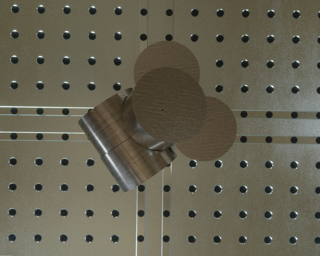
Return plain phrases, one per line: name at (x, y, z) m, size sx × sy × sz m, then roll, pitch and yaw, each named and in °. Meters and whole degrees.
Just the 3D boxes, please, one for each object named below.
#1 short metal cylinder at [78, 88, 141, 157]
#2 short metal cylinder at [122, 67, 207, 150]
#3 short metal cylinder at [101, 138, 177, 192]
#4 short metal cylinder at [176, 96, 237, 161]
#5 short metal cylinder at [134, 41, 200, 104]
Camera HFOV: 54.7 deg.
short metal cylinder at (-0.053, -0.007, 0.385) m, size 0.080 × 0.080 × 0.050 m, roll -34°, pitch 90°, yaw 0°
short metal cylinder at (0.004, -0.019, 0.337) m, size 0.081 × 0.050 × 0.080 m, roll 4°, pitch 77°, yaw -17°
short metal cylinder at (-0.026, 0.036, 0.385) m, size 0.080 × 0.080 × 0.050 m, roll -34°, pitch 90°, yaw 0°
short metal cylinder at (0.053, 0.001, 0.401) m, size 0.081 × 0.050 × 0.079 m, roll 0°, pitch 90°, yaw -1°
short metal cylinder at (0.008, -0.066, 0.400) m, size 0.081 × 0.050 × 0.079 m, roll 0°, pitch 90°, yaw -1°
